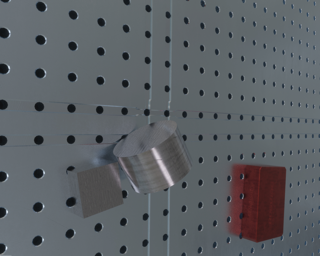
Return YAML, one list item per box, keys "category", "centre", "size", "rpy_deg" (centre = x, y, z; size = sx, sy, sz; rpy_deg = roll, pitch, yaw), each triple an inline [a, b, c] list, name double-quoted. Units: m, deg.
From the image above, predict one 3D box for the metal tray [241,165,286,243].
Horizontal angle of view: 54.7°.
- category: "metal tray"
  centre: [0.192, 0.134, 0.567]
  size: [0.091, 0.030, 0.129]
  rpy_deg: [7, 86, -40]

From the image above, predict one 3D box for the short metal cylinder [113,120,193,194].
- category: "short metal cylinder"
  centre: [-0.008, 0.032, 0.367]
  size: [0.080, 0.080, 0.050]
  rpy_deg: [-38, 114, -33]

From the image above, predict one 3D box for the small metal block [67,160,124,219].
- category: "small metal block"
  centre: [-0.072, 0.067, 0.349]
  size: [0.050, 0.025, 0.050]
  rpy_deg: [-12, 98, -39]
